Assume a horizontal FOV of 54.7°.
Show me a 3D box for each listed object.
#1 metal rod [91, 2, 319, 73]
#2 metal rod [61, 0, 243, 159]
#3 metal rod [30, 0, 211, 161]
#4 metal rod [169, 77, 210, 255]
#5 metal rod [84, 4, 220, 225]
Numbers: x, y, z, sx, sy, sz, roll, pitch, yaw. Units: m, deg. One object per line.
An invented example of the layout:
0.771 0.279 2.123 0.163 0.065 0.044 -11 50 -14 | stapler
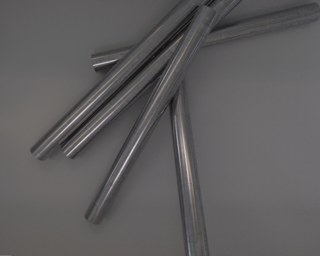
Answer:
0.060 -0.120 0.411 0.302 0.025 0.025 -13 90 0 | metal rod
-0.012 -0.069 0.392 0.300 0.025 0.025 -43 90 7 | metal rod
-0.052 -0.066 0.391 0.300 0.025 0.025 -43 90 8 | metal rod
0.031 0.053 0.351 0.025 0.025 0.299 -5 65 0 | metal rod
-0.016 -0.007 0.382 0.025 0.025 0.299 30 101 0 | metal rod
